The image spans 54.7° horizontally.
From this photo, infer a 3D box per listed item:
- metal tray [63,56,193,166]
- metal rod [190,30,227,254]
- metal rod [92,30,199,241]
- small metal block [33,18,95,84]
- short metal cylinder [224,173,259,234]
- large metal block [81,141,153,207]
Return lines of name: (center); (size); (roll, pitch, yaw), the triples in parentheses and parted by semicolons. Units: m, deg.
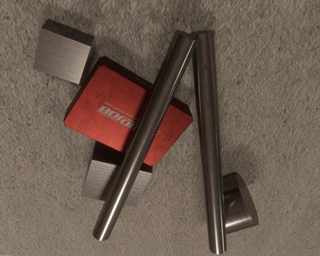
metal tray: (-0.037, -0.016, 0.380); (0.131, 0.030, 0.090); (28, 114, -23)
metal rod: (0.063, 0.035, 0.383); (0.025, 0.025, 0.298); (-6, 113, 5)
metal rod: (-0.028, 0.029, 0.374); (0.025, 0.025, 0.298); (17, 117, -15)
small metal block: (-0.104, -0.082, 0.336); (0.050, 0.025, 0.050); (18, 128, -16)
short metal cylinder: (0.109, 0.115, 0.471); (0.050, 0.080, 0.080); (-25, 126, 19)
large metal block: (-0.061, 0.062, 0.443); (0.081, 0.050, 0.079); (15, 129, -13)
